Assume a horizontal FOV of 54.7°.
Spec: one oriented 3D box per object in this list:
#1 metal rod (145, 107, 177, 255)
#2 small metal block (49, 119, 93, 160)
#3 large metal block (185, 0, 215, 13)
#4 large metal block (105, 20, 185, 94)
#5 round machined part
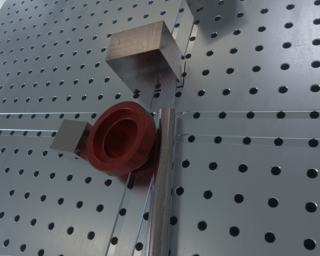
[{"bbox_3d":[-0.001,0.109,0.341,0.025,0.025,0.299,-9,58,23],"label":"metal rod"},{"bbox_3d":[-0.130,0.017,0.466,0.050,0.025,0.050,6,65,31],"label":"small metal block"},{"bbox_3d":[0.066,-0.246,0.489,0.080,0.080,0.050,-25,53,13],"label":"large metal block"},{"bbox_3d":[-0.018,-0.097,0.442,0.080,0.080,0.050,-7,59,25],"label":"large metal block"},{"bbox_3d":[-0.045,0.017,0.405,0.098,0.042,0.098,-19,54,27],"label":"round machined part"}]
